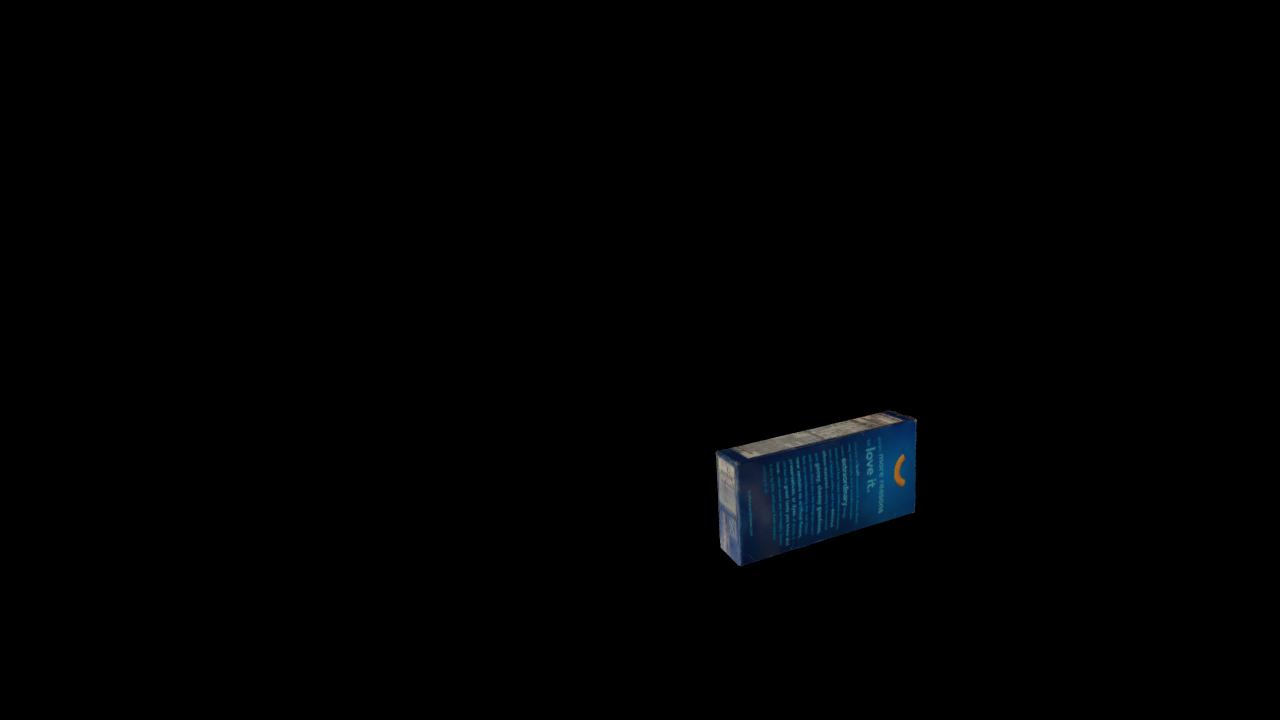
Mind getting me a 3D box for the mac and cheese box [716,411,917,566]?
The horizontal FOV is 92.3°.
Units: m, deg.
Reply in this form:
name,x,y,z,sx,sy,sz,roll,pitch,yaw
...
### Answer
name,x,y,z,sx,sy,sz,roll,pitch,yaw
mac and cheese box,0.156,0.107,0.535,0.184,0.093,0.041,-9,12,-20
